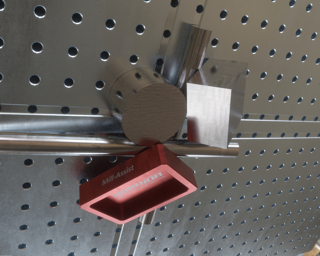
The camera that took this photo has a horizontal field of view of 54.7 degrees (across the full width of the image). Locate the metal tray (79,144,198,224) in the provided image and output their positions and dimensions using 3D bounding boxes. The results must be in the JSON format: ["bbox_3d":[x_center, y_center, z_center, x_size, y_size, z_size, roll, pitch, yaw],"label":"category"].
[{"bbox_3d":[-0.028,0.079,0.408,0.130,0.030,0.090,-29,138,17],"label":"metal tray"}]

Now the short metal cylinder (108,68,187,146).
[{"bbox_3d":[-0.015,-0.026,0.370,0.081,0.050,0.079,-14,124,-21],"label":"short metal cylinder"}]

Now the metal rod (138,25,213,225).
[{"bbox_3d":[0.014,0.013,0.426,0.025,0.025,0.298,1,118,-29],"label":"metal rod"}]

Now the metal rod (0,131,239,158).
[{"bbox_3d":[-0.034,0.023,0.385,0.302,0.025,0.025,3,117,-22],"label":"metal rod"}]

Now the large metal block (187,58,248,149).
[{"bbox_3d":[0.072,-0.033,0.388,0.080,0.050,0.079,-50,145,-48],"label":"large metal block"}]
